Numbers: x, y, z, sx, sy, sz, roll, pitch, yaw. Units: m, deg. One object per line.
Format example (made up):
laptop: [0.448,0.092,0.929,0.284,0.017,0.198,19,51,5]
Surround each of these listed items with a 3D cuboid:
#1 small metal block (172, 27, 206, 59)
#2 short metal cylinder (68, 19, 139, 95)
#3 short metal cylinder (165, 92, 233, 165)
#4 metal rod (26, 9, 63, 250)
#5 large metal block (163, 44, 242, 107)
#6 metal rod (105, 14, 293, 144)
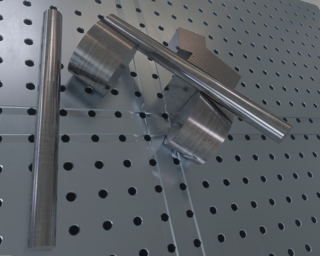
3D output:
small metal block: [0.049,-0.135,0.517,0.050,0.025,0.050,14,56,-21]
short metal cylinder: [-0.070,-0.088,0.389,0.050,0.080,0.080,35,51,-5]
short metal cylinder: [0.049,0.000,0.399,0.050,0.080,0.080,33,51,-7]
metal rod: [-0.127,-0.021,0.352,0.025,0.025,0.299,6,59,-25]
large metal block: [0.065,-0.067,0.469,0.080,0.050,0.080,39,51,-2]
metal rod: [0.032,-0.076,0.405,0.300,0.025,0.025,38,48,25]
